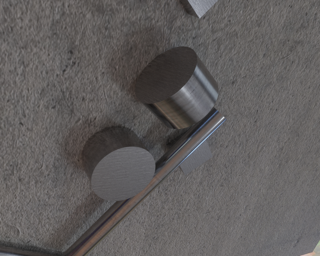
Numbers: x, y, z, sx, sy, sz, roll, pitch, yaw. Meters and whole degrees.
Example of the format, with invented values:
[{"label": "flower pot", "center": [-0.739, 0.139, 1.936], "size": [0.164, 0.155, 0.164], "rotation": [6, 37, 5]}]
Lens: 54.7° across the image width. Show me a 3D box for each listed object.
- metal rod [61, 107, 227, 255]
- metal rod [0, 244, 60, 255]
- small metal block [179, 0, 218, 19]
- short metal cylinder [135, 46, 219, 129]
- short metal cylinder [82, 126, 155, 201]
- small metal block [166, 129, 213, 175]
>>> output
[{"label": "metal rod", "center": [-0.028, 0.086, 0.417], "size": [0.300, 0.025, 0.025], "rotation": [-45, 129, 6]}, {"label": "metal rod", "center": [-0.160, 0.190, 0.437], "size": [0.301, 0.025, 0.025], "rotation": [32, 101, -38]}, {"label": "small metal block", "center": [0.042, -0.157, 0.333], "size": [0.050, 0.025, 0.050], "rotation": [-44, 129, 3]}, {"label": "short metal cylinder", "center": [0.019, -0.046, 0.353], "size": [0.080, 0.080, 0.050], "rotation": [-44, 129, 2]}, {"label": "short metal cylinder", "center": [-0.053, 0.044, 0.389], "size": [0.081, 0.050, 0.079], "rotation": [-14, 124, -21]}, {"label": "small metal block", "center": [0.043, 0.033, 0.451], "size": [0.050, 0.025, 0.050], "rotation": [-33, 129, -7]}]
